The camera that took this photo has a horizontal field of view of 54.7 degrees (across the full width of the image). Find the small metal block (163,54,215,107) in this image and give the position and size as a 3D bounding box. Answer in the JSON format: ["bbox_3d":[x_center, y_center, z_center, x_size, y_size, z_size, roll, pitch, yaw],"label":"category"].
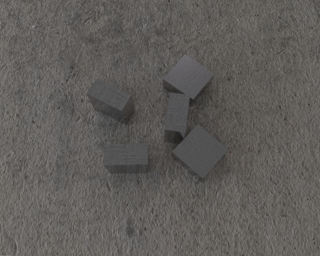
[{"bbox_3d":[0.039,-0.066,0.432,0.050,0.025,0.050,36,74,12],"label":"small metal block"}]

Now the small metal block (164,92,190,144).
[{"bbox_3d":[0.021,-0.011,0.399,0.025,0.050,0.050,8,70,3],"label":"small metal block"}]

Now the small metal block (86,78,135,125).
[{"bbox_3d":[-0.063,-0.034,0.407,0.050,0.050,0.025,27,72,9],"label":"small metal block"}]

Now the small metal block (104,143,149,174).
[{"bbox_3d":[-0.039,0.038,0.380,0.050,0.050,0.025,-2,70,-1],"label":"small metal block"}]

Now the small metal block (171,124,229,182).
[{"bbox_3d":[0.050,0.032,0.396,0.050,0.025,0.050,40,75,13],"label":"small metal block"}]
